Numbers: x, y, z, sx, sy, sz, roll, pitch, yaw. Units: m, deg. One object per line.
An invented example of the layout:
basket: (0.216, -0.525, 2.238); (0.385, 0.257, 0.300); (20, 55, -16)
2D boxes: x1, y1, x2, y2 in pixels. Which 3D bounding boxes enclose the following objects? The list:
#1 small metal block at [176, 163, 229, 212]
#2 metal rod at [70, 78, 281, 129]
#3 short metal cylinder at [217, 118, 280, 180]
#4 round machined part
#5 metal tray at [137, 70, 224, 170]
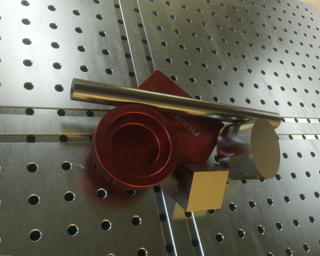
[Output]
small metal block: (0.051, 0.071, 0.377); (0.050, 0.025, 0.050); (3, 104, -28)
metal rod: (0.039, -0.027, 0.407); (0.302, 0.025, 0.025); (7, 59, -25)
short metal cylinder: (0.122, 0.030, 0.422); (0.081, 0.050, 0.080); (12, 73, -43)
round machined part: (-0.031, 0.025, 0.361); (0.099, 0.042, 0.098); (9, 65, -19)
metal tray: (0.018, -0.010, 0.424); (0.130, 0.030, 0.090); (40, 51, -2)
